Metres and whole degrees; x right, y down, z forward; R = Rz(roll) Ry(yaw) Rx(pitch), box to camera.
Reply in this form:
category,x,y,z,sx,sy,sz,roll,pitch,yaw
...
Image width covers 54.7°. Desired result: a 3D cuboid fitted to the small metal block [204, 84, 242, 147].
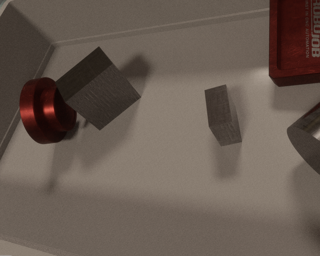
category,x,y,z,sx,sy,sz,roll,pitch,yaw
small metal block,0.074,-0.014,0.359,0.025,0.050,0.050,-14,56,20

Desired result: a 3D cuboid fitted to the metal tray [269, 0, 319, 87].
category,x,y,z,sx,sy,sz,roll,pitch,yaw
metal tray,0.175,-0.117,0.354,0.090,0.030,0.129,-3,76,32

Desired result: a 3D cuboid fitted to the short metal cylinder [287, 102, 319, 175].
category,x,y,z,sx,sy,sz,roll,pitch,yaw
short metal cylinder,0.163,0.013,0.277,0.050,0.080,0.080,-40,51,1

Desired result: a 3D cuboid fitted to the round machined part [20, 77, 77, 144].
category,x,y,z,sx,sy,sz,roll,pitch,yaw
round machined part,-0.158,-0.027,0.457,0.042,0.098,0.098,-7,58,11

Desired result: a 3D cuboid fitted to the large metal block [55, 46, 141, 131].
category,x,y,z,sx,sy,sz,roll,pitch,yaw
large metal block,-0.088,-0.055,0.448,0.080,0.080,0.050,-39,51,1
